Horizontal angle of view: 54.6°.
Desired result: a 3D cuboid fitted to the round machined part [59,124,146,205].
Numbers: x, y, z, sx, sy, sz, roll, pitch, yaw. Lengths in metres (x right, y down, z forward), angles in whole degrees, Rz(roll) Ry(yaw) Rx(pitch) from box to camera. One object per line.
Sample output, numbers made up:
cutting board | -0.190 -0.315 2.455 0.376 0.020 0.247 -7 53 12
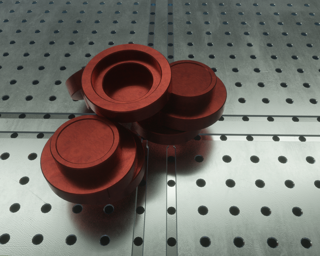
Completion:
round machined part | -0.066 0.031 0.343 0.099 0.042 0.098 0 50 0

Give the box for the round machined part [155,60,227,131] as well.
round machined part | 0.033 -0.047 0.380 0.099 0.042 0.098 0 49 0

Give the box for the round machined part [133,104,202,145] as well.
round machined part | 0.011 -0.029 0.394 0.099 0.042 0.098 0 50 0

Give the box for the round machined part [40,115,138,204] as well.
round machined part | -0.073 0.025 0.320 0.099 0.042 0.098 0 50 0

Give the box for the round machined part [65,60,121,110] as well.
round machined part | -0.072 -0.056 0.419 0.099 0.098 0.042 -22 89 -17

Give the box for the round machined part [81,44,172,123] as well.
round machined part | -0.035 -0.046 0.352 0.098 0.042 0.098 -1 58 2
